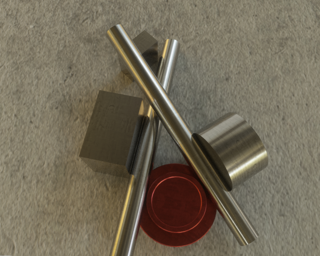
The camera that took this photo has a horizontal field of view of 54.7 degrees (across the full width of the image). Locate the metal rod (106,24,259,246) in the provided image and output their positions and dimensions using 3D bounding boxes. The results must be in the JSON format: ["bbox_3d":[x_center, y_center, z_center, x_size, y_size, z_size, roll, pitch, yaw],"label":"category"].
[{"bbox_3d":[0.022,0.002,0.372,0.025,0.025,0.299,-31,82,-11],"label":"metal rod"}]

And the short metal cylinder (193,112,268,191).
[{"bbox_3d":[0.082,0.028,0.371,0.050,0.080,0.080,-31,73,-11],"label":"short metal cylinder"}]

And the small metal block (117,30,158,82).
[{"bbox_3d":[-0.030,-0.099,0.432,0.050,0.050,0.025,-43,76,-14],"label":"small metal block"}]

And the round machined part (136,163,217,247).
[{"bbox_3d":[0.019,0.090,0.368,0.099,0.042,0.098,0,70,-1],"label":"round machined part"}]

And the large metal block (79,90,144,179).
[{"bbox_3d":[-0.053,0.011,0.375,0.050,0.080,0.080,11,70,4],"label":"large metal block"}]

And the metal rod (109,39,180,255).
[{"bbox_3d":[-0.012,0.009,0.390,0.025,0.025,0.300,11,64,4],"label":"metal rod"}]
